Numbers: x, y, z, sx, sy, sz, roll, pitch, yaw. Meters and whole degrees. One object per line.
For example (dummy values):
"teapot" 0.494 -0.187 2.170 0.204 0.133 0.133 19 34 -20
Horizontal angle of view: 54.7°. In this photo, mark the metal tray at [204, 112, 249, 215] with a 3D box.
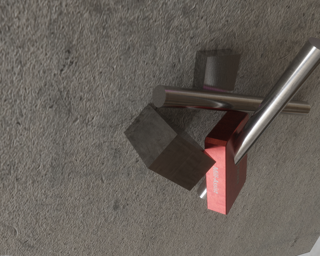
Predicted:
"metal tray" 0.100 0.050 0.457 0.090 0.030 0.129 -43 135 -45

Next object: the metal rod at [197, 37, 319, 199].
"metal rod" 0.116 0.013 0.413 0.025 0.025 0.298 -6 142 -26

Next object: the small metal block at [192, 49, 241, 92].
"small metal block" 0.073 -0.074 0.403 0.050 0.025 0.050 -10 123 -23

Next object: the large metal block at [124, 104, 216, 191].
"large metal block" 0.012 0.024 0.394 0.050 0.080 0.080 -50 129 7

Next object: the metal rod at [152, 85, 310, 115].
"metal rod" 0.120 -0.034 0.431 0.302 0.025 0.025 0 119 -37
